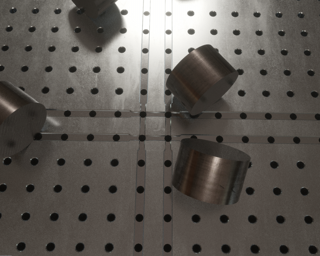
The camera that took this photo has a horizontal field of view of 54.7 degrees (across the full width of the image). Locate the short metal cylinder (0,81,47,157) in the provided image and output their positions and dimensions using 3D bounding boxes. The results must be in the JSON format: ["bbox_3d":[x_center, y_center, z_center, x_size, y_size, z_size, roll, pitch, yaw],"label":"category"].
[{"bbox_3d":[-0.190,-0.011,0.384,0.050,0.080,0.080,34,73,11],"label":"short metal cylinder"}]

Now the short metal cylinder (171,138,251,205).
[{"bbox_3d":[0.058,0.047,0.358,0.080,0.080,0.050,13,100,4],"label":"short metal cylinder"}]

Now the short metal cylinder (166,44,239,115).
[{"bbox_3d":[0.055,-0.062,0.406,0.080,0.080,0.050,-36,74,-12],"label":"short metal cylinder"}]

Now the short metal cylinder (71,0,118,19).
[{"bbox_3d":[-0.103,-0.212,0.459,0.080,0.080,0.050,40,75,13],"label":"short metal cylinder"}]
